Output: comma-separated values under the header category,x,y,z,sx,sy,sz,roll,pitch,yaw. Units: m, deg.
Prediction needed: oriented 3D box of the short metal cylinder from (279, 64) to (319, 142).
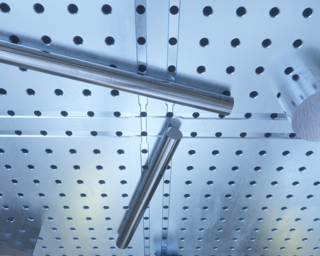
category,x,y,z,sx,sy,sz,roll,pitch,yaw
short metal cylinder,0.191,-0.029,0.372,0.081,0.050,0.079,0,130,0

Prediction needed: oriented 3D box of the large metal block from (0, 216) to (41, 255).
category,x,y,z,sx,sy,sz,roll,pitch,yaw
large metal block,-0.283,0.216,0.577,0.080,0.050,0.080,28,125,-22

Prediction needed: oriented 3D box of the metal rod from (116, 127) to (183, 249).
category,x,y,z,sx,sy,sz,roll,pitch,yaw
metal rod,-0.027,0.115,0.509,0.025,0.025,0.298,14,129,-12

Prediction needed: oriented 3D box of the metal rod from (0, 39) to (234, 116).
category,x,y,z,sx,sy,sz,roll,pitch,yaw
metal rod,-0.058,-0.059,0.360,0.302,0.025,0.025,12,129,-11
